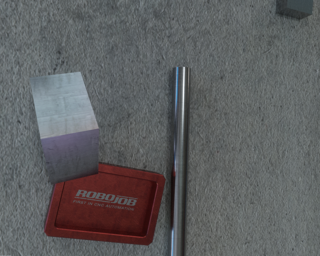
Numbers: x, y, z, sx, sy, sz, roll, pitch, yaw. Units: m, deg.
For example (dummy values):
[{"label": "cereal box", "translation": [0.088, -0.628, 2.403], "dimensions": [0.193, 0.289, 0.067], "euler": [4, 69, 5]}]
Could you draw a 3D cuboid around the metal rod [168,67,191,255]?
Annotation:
[{"label": "metal rod", "translation": [0.026, 0.068, 0.419], "dimensions": [0.025, 0.025, 0.298], "euler": [2, 89, -20]}]

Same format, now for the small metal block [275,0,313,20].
[{"label": "small metal block", "translation": [0.213, -0.205, 0.490], "dimensions": [0.050, 0.025, 0.050], "euler": [5, 88, -20]}]

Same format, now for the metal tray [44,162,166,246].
[{"label": "metal tray", "translation": [-0.066, 0.090, 0.382], "dimensions": [0.131, 0.030, 0.090], "euler": [14, 85, -20]}]

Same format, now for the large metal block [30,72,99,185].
[{"label": "large metal block", "translation": [-0.099, 0.000, 0.326], "dimensions": [0.050, 0.079, 0.080], "euler": [-11, 54, -20]}]
